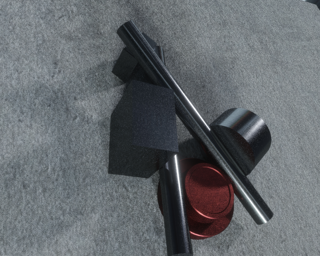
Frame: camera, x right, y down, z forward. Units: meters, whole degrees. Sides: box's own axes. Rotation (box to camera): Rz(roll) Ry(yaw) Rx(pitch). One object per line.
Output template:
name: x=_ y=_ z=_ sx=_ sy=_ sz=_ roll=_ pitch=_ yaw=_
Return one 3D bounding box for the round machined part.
round machined part: x=0.050 y=0.081 z=0.374 sx=0.099 sy=0.042 sz=0.098 roll=14 pitch=56 yaw=-21

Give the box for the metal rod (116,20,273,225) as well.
metal rod: x=0.045 y=-0.006 z=0.390 sx=0.025 sy=0.025 sz=0.299 roll=-38 pitch=92 yaw=-39

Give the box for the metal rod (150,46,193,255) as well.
metal rod: x=0.007 y=0.004 z=0.388 sx=0.025 sy=0.025 sz=0.299 roll=11 pitch=51 yaw=-23

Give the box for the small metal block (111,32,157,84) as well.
small metal block: x=-0.036 y=-0.097 z=0.430 sx=0.025 sy=0.050 sz=0.050 roll=39 pitch=51 yaw=-3

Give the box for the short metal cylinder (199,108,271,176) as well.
short metal cylinder: x=0.100 y=0.020 z=0.414 sx=0.080 sy=0.080 sz=0.050 roll=49 pitch=51 yaw=5

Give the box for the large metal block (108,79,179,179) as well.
large metal block: x=-0.022 y=0.005 z=0.357 sx=0.050 sy=0.080 sz=0.080 roll=11 pitch=57 yaw=-23
